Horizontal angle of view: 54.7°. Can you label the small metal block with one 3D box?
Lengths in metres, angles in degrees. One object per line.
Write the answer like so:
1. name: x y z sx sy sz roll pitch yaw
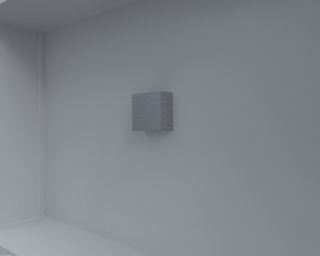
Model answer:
1. small metal block: -0.010 -0.021 0.414 0.050 0.025 0.050 -1 89 39
